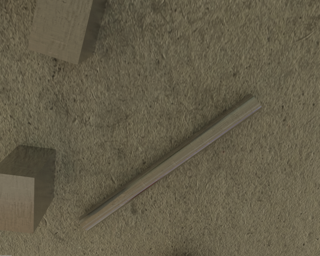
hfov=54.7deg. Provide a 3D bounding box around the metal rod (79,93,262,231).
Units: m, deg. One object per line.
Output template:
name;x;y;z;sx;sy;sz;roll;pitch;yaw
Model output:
metal rod;0.007;0.053;0.429;0.300;0.025;0.025;-37;106;12

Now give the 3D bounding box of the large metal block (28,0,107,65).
large metal block;-0.095;-0.120;0.335;0.050;0.080;0.079;17;109;-7

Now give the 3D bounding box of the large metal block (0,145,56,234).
large metal block;-0.176;0.077;0.406;0.050;0.080;0.079;8;110;-3
